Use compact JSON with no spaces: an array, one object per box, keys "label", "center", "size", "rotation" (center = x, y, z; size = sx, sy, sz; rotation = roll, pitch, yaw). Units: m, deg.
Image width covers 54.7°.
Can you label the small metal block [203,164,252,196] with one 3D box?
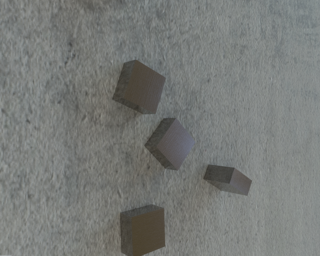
[{"label":"small metal block","center":[0.105,0.080,0.479],"size":[0.050,0.050,0.025],"rotation":[35,68,-35]}]

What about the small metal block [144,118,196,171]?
[{"label":"small metal block","center":[0.014,0.022,0.419],"size":[0.050,0.025,0.050],"rotation":[50,60,-29]}]

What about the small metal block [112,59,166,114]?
[{"label":"small metal block","center":[-0.025,-0.049,0.385],"size":[0.050,0.025,0.050],"rotation":[25,74,-38]}]

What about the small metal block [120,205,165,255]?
[{"label":"small metal block","center":[-0.021,0.128,0.389],"size":[0.050,0.025,0.050],"rotation":[-4,93,-40]}]
